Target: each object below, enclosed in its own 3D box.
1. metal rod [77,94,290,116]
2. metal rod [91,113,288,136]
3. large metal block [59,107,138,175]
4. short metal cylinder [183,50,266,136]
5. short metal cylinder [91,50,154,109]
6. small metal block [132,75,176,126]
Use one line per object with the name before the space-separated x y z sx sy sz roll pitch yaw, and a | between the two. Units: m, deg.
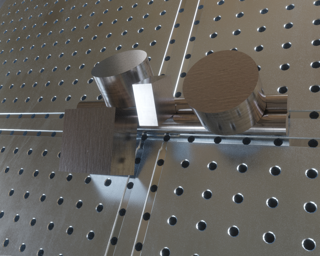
metal rod | 0.011 -0.028 0.415 0.300 0.025 0.025 1 62 28
metal rod | 0.005 -0.006 0.405 0.300 0.025 0.025 1 62 28
large metal block | -0.078 0.018 0.400 0.080 0.050 0.080 -1 82 28
short metal cylinder | 0.072 -0.038 0.341 0.080 0.050 0.080 -13 56 21
short metal cylinder | -0.049 -0.070 0.438 0.080 0.050 0.080 -13 33 9
small metal block | -0.005 -0.034 0.375 0.025 0.050 0.050 1 20 28
